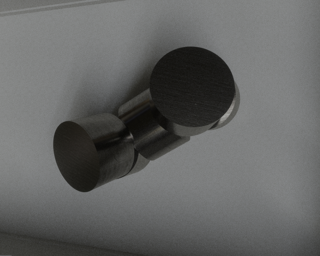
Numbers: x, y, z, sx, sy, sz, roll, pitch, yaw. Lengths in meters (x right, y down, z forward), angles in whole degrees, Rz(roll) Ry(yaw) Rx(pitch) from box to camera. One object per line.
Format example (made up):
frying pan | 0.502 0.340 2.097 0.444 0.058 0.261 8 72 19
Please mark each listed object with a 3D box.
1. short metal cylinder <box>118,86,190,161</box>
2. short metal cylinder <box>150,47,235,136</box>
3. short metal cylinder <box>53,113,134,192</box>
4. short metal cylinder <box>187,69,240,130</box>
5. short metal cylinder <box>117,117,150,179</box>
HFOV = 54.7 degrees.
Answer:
short metal cylinder | -0.006 -0.007 0.381 0.050 0.080 0.080 -31 80 17
short metal cylinder | 0.030 -0.035 0.315 0.081 0.050 0.080 1 78 -2
short metal cylinder | -0.076 0.026 0.353 0.080 0.050 0.079 12 110 37
short metal cylinder | 0.054 -0.037 0.376 0.080 0.050 0.079 0 90 19
short metal cylinder | -0.055 0.025 0.414 0.080 0.050 0.079 0 90 19
